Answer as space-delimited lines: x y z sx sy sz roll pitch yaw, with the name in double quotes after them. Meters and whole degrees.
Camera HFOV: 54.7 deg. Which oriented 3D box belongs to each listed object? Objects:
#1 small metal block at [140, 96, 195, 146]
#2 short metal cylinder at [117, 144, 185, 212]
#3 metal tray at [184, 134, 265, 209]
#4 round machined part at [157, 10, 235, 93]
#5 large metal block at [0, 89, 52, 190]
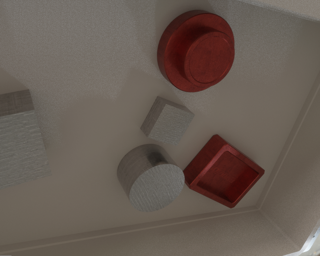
0.010 -0.008 0.411 0.050 0.025 0.050 18 109 -36 "small metal block"
-0.013 0.069 0.430 0.081 0.050 0.079 -14 124 -21 "short metal cylinder"
0.107 0.076 0.513 0.130 0.030 0.090 32 100 -39 "metal tray"
0.050 -0.087 0.373 0.099 0.042 0.097 -14 125 -21 "round machined part"
-0.163 0.014 0.313 0.081 0.050 0.079 -15 125 -21 "large metal block"
